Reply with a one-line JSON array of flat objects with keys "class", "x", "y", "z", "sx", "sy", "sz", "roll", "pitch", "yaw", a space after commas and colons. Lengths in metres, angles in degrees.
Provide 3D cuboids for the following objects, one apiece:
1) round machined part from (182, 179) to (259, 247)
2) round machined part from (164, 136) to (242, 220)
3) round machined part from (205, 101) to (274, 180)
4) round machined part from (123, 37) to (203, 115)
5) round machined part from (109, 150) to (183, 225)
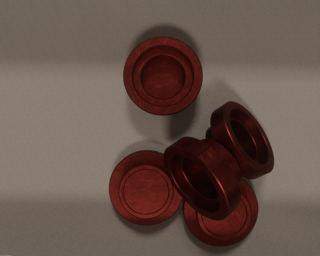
[{"class": "round machined part", "x": 0.080, "y": 0.107, "z": 0.404, "sx": 0.099, "sy": 0.042, "sz": 0.097, "roll": 0, "pitch": 90, "yaw": -1}, {"class": "round machined part", "x": 0.052, "y": 0.051, "z": 0.349, "sx": 0.042, "sy": 0.098, "sz": 0.098, "roll": -33, "pitch": 91, "yaw": -27}, {"class": "round machined part", "x": 0.095, "y": 0.019, "z": 0.386, "sx": 0.042, "sy": 0.099, "sz": 0.098, "roll": -35, "pitch": 90, "yaw": 35}, {"class": "round machined part", "x": 0.004, "y": -0.064, "z": 0.403, "sx": 0.099, "sy": 0.042, "sz": 0.097, "roll": 0, "pitch": 90, "yaw": -1}, {"class": "round machined part", "x": -0.017, "y": 0.079, "z": 0.403, "sx": 0.099, "sy": 0.042, "sz": 0.097, "roll": 0, "pitch": 90, "yaw": -1}]
